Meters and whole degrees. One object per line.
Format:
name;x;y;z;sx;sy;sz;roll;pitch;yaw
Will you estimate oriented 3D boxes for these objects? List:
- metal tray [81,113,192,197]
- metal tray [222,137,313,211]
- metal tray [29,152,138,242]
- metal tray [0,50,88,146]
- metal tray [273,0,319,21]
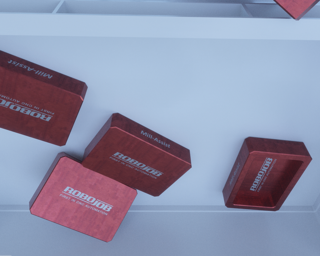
metal tray;-0.032;0.043;0.442;0.131;0.030;0.090;28;125;-22
metal tray;0.157;0.074;0.471;0.091;0.030;0.129;6;130;-6
metal tray;-0.111;0.104;0.459;0.131;0.030;0.090;31;84;-24
metal tray;-0.165;-0.035;0.373;0.131;0.030;0.089;20;127;-17
metal tray;0.064;-0.138;0.224;0.090;0.130;0.030;30;125;-22
